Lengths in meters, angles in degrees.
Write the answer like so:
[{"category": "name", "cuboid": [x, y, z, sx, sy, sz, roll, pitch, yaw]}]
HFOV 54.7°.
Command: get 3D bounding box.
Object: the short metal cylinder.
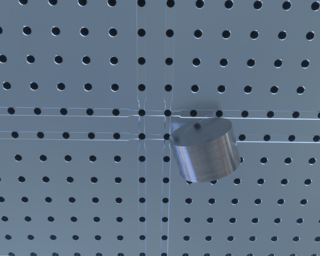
[{"category": "short metal cylinder", "cuboid": [0.057, 0.026, 0.395, 0.080, 0.080, 0.050, -16, 110, 5]}]
